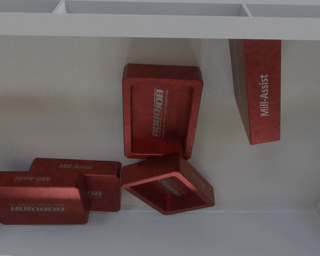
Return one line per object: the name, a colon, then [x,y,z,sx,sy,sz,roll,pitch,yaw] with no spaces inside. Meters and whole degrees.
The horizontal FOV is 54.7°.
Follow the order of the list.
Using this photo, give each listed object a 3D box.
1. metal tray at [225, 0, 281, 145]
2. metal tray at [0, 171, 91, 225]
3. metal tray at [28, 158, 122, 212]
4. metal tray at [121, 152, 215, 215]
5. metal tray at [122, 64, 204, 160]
metal tray: [0.095,-0.058,0.318,0.030,0.090,0.129,-11,130,9]
metal tray: [-0.175,0.103,0.451,0.131,0.030,0.089,0,130,-1]
metal tray: [-0.126,0.090,0.481,0.131,0.030,0.089,3,130,-3]
metal tray: [0.015,0.087,0.456,0.090,0.030,0.130,-18,140,23]
metal tray: [0.000,-0.015,0.392,0.091,0.030,0.129,2,130,-3]
